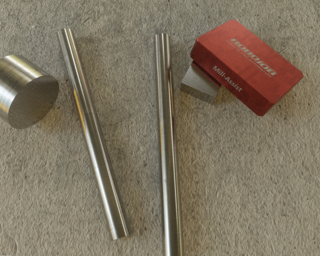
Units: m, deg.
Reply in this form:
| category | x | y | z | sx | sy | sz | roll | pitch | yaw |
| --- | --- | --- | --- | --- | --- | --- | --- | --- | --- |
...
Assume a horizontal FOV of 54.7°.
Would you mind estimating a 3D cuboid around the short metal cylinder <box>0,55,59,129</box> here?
| category | x | y | z | sx | sy | sz | roll | pitch | yaw |
| --- | --- | --- | --- | --- | --- | --- | --- | --- | --- |
| short metal cylinder | -0.177 | -0.045 | 0.394 | 0.050 | 0.080 | 0.080 | 34 | 74 | 11 |

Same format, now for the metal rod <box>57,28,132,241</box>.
| category | x | y | z | sx | sy | sz | roll | pitch | yaw |
| --- | --- | --- | --- | --- | --- | --- | --- | --- | --- |
| metal rod | -0.092 | -0.005 | 0.409 | 0.025 | 0.025 | 0.299 | -17 | 71 | -6 |

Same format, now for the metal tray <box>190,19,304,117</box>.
| category | x | y | z | sx | sy | sz | roll | pitch | yaw |
| --- | --- | --- | --- | --- | --- | --- | --- | --- | --- |
| metal tray | 0.118 | -0.086 | 0.423 | 0.130 | 0.030 | 0.091 | 45 | 56 | 14 |

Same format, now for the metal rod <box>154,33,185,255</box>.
| category | x | y | z | sx | sy | sz | roll | pitch | yaw |
| --- | --- | --- | --- | --- | --- | --- | --- | --- | --- |
| metal rod | 0.009 | 0.009 | 0.404 | 0.025 | 0.025 | 0.299 | -2 | 70 | -1 |

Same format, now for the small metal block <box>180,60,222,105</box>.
| category | x | y | z | sx | sy | sz | roll | pitch | yaw |
| --- | --- | --- | --- | --- | --- | --- | --- | --- | --- |
| small metal block | 0.062 | -0.068 | 0.433 | 0.050 | 0.025 | 0.050 | 25 | 72 | 8 |
